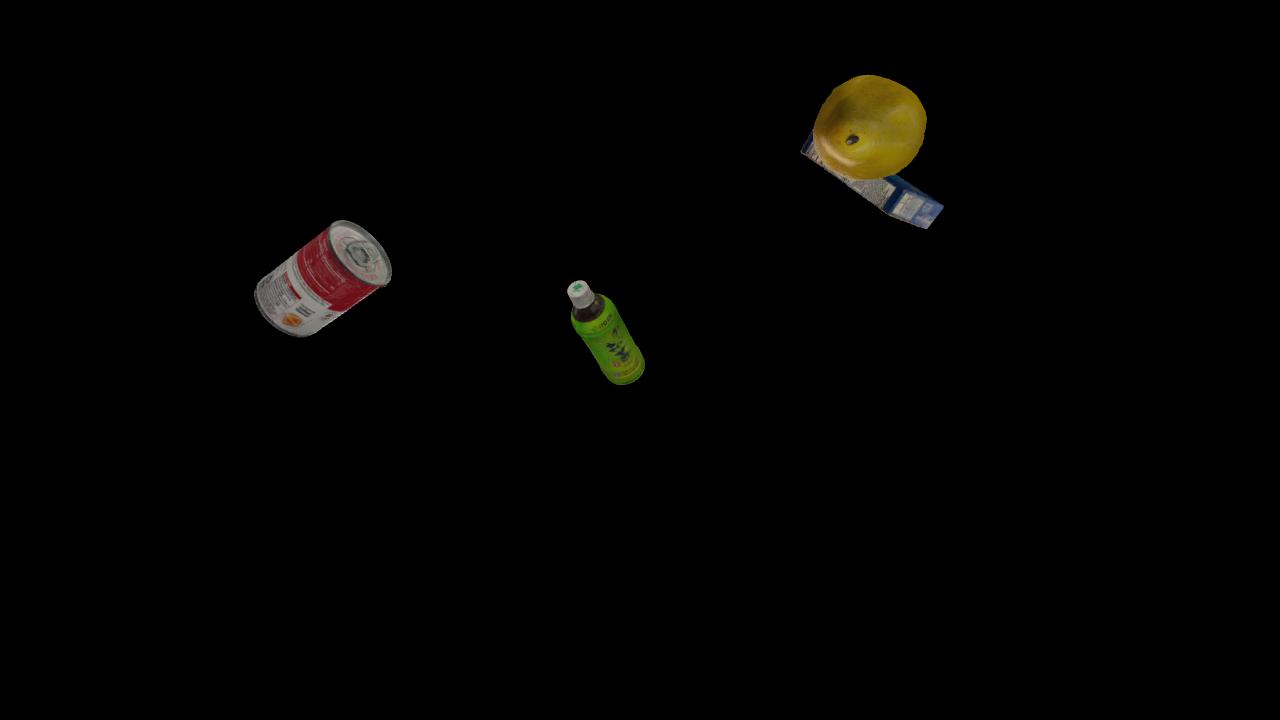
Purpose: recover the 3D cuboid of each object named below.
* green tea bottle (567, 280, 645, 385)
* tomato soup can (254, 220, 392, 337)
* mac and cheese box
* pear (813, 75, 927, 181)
[{"bbox_3d":[-0.055,-0.040,0.915,0.073,0.073,0.212,0,-30,22],"label":"green tea bottle"},{"bbox_3d":[-0.289,-0.072,0.562,0.101,0.068,0.068,-30,-9,16],"label":"tomato soup can"},{"bbox_3d":[0.306,-0.244,0.823,0.093,0.041,0.184,4,37,-35],"label":"mac and cheese box"},{"bbox_3d":[0.158,-0.165,0.450,0.080,0.080,0.111,0,21,42],"label":"pear"}]
